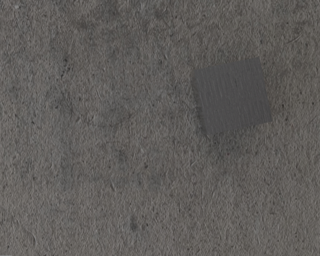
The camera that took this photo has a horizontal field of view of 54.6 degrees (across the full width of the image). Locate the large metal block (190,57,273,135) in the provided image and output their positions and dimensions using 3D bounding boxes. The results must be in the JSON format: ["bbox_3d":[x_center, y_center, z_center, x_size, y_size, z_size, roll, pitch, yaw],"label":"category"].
[{"bbox_3d":[0.088,-0.039,0.398,0.080,0.050,0.080,-12,90,0],"label":"large metal block"}]
